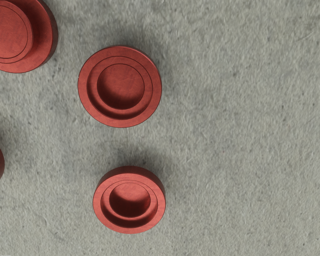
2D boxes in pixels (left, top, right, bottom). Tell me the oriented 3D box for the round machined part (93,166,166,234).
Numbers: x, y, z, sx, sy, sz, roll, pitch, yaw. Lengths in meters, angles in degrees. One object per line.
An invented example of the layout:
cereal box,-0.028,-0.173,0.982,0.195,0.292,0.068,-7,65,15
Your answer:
round machined part,-0.041,0.096,0.436,0.099,0.042,0.097,0,110,-1

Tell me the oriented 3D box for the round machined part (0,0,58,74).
round machined part,-0.173,-0.111,0.357,0.099,0.042,0.097,0,110,-1

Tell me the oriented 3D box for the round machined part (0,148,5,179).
round machined part,-0.256,0.041,0.412,0.099,0.042,0.097,0,110,-1

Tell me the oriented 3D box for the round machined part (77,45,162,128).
round machined part,-0.047,-0.053,0.381,0.099,0.042,0.097,0,110,-1
